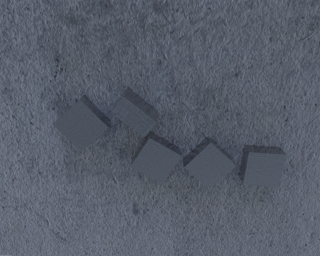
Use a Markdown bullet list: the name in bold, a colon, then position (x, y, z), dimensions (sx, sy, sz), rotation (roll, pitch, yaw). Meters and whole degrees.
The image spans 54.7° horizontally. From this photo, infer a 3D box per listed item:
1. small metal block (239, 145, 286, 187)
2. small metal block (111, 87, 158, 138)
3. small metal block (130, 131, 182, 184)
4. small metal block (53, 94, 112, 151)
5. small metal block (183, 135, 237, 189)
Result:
- **small metal block**: position (0.141, 0.053, 0.430), dimensions (0.050, 0.025, 0.050), rotation (4, 110, -2)
- **small metal block**: position (-0.031, -0.021, 0.388), dimensions (0.050, 0.050, 0.025), rotation (38, 106, -13)
- **small metal block**: position (-0.005, 0.041, 0.425), dimensions (0.050, 0.025, 0.050), rotation (30, 107, -11)
- **small metal block**: position (-0.101, -0.007, 0.406), dimensions (0.050, 0.025, 0.050), rotation (-40, 106, 13)
- **small metal block**: position (0.068, 0.048, 0.428), dimensions (0.050, 0.025, 0.050), rotation (41, 105, -14)
